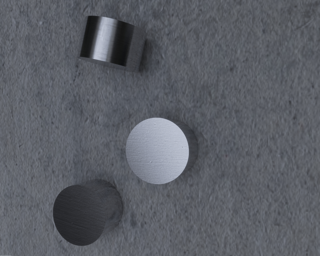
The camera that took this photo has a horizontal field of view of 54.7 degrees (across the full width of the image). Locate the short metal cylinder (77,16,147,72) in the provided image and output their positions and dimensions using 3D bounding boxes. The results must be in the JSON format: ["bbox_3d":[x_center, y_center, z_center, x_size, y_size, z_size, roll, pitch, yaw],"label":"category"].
[{"bbox_3d":[-0.062,-0.106,0.400,0.080,0.080,0.050,14,95,19],"label":"short metal cylinder"}]

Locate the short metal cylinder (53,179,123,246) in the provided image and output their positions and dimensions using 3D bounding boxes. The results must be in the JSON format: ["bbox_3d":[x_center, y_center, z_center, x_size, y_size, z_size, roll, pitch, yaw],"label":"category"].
[{"bbox_3d":[-0.098,0.114,0.429,0.080,0.050,0.079,0,90,19],"label":"short metal cylinder"}]

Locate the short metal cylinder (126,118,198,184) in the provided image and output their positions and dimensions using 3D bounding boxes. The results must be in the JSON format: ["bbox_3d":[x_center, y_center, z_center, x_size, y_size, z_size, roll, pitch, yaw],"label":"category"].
[{"bbox_3d":[0.004,0.027,0.394,0.080,0.050,0.079,0,90,19],"label":"short metal cylinder"}]
